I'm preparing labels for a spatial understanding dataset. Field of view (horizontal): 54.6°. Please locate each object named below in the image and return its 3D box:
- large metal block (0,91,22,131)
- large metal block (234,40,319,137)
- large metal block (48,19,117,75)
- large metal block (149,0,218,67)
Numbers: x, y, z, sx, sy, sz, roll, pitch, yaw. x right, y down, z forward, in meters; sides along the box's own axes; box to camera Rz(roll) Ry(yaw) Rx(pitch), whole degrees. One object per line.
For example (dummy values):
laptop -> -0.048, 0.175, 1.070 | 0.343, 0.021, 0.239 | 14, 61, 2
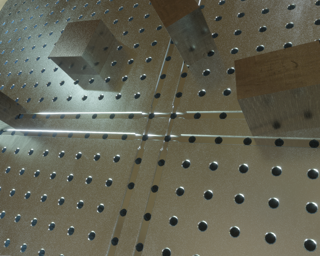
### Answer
large metal block -> -0.318, -0.033, 0.562 | 0.080, 0.080, 0.050 | -11, 57, 22
large metal block -> 0.130, -0.037, 0.328 | 0.080, 0.080, 0.050 | -10, 58, 23
large metal block -> -0.137, -0.143, 0.553 | 0.080, 0.050, 0.080 | 7, 65, 31
large metal block -> 0.034, -0.151, 0.449 | 0.050, 0.080, 0.080 | -30, 52, 10
